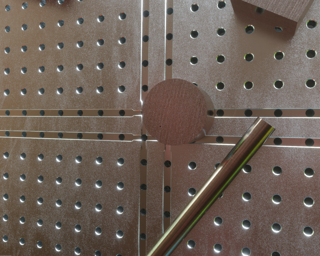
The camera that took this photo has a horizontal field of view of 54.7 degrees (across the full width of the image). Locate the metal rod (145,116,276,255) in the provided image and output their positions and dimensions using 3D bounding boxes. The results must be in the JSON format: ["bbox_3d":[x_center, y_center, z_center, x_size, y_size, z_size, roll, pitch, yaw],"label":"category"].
[{"bbox_3d":[0.040,0.112,0.397,0.025,0.025,0.299,40,102,15],"label":"metal rod"}]

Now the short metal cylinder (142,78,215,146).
[{"bbox_3d":[0.024,-0.019,0.390,0.080,0.050,0.079,0,90,19],"label":"short metal cylinder"}]

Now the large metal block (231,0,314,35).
[{"bbox_3d":[0.137,-0.164,0.351,0.080,0.050,0.080,30,100,17],"label":"large metal block"}]
